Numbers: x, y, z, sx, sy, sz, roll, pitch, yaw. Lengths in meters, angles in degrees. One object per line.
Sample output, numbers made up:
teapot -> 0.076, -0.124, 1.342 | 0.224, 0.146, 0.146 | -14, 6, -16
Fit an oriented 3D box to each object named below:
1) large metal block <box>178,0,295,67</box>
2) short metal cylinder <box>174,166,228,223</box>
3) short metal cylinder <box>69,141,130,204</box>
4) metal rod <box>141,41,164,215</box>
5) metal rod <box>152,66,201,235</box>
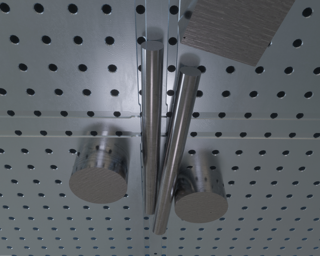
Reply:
large metal block -> 0.070, -0.116, 0.297 | 0.081, 0.050, 0.079 | 14, 129, -12
short metal cylinder -> 0.062, 0.105, 0.485 | 0.081, 0.050, 0.079 | 0, 130, 0
short metal cylinder -> -0.086, 0.066, 0.450 | 0.081, 0.050, 0.079 | 0, 130, 0
metal rod -> -0.012, 0.024, 0.431 | 0.025, 0.025, 0.298 | 1, 130, -1
metal rod -> 0.017, 0.054, 0.443 | 0.025, 0.025, 0.298 | 5, 126, -5
